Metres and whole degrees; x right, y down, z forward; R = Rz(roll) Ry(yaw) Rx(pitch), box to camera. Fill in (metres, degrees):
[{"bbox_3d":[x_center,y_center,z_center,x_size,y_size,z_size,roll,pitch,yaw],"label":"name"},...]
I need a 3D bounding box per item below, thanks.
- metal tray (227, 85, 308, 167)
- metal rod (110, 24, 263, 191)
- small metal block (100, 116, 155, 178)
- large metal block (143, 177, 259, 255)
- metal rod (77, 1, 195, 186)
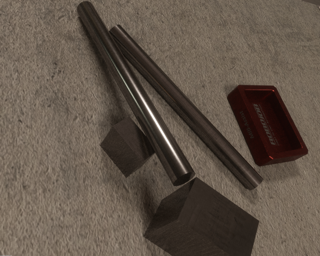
[{"bbox_3d":[0.173,-0.008,0.500,0.091,0.030,0.130,-4,64,-30],"label":"metal tray"},{"bbox_3d":[0.033,-0.032,0.442,0.300,0.025,0.025,48,51,5],"label":"metal rod"},{"bbox_3d":[-0.037,0.023,0.355,0.025,0.050,0.050,-35,82,-38],"label":"small metal block"},{"bbox_3d":[0.042,0.107,0.327,0.080,0.080,0.050,36,51,-5],"label":"large metal block"},{"bbox_3d":[-0.042,-0.062,0.381,0.025,0.025,0.299,-10,55,-33],"label":"metal rod"}]
